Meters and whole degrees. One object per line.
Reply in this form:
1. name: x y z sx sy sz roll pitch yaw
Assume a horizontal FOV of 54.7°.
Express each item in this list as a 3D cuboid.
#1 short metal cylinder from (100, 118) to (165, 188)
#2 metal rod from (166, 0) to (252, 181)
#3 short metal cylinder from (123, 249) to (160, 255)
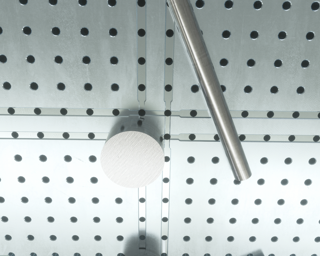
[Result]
1. short metal cylinder: -0.034 0.032 0.412 0.081 0.050 0.079 0 110 -1
2. metal rod: 0.060 -0.061 0.391 0.025 0.025 0.299 -22 109 7
3. short metal cylinder: -0.030 0.241 0.489 0.081 0.050 0.079 0 110 -1
